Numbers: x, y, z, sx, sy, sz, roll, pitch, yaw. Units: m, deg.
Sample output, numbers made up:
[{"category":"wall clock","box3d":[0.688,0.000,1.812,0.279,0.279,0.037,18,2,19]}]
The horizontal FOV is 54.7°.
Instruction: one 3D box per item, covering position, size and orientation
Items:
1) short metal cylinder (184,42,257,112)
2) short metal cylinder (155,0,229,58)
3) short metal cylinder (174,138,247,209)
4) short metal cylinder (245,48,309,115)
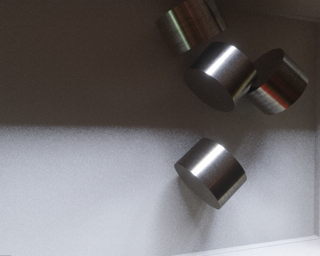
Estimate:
[{"category":"short metal cylinder","box3d":[0.079,-0.066,0.410,0.080,0.080,0.050,44,76,-15]},{"category":"short metal cylinder","box3d":[0.041,-0.131,0.396,0.080,0.080,0.050,-32,101,-17]},{"category":"short metal cylinder","box3d":[0.065,0.059,0.405,0.050,0.080,0.080,-43,104,-15]},{"category":"short metal cylinder","box3d":[0.159,-0.065,0.439,0.050,0.080,0.080,37,78,-17]}]
